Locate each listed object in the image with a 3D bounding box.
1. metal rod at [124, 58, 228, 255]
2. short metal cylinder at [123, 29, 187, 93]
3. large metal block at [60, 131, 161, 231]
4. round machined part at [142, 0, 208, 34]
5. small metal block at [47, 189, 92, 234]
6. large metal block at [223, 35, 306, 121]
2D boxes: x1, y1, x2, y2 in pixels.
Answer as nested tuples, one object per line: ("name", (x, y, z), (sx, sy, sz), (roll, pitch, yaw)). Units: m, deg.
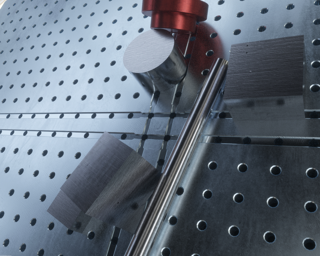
("metal rod", (0.021, 0.042, 0.370), (0.025, 0.025, 0.300), (14, 68, 33))
("short metal cylinder", (-0.007, -0.098, 0.456), (0.080, 0.050, 0.080), (-13, 56, 21))
("large metal block", (-0.052, 0.063, 0.361), (0.050, 0.080, 0.080), (29, 78, 37))
("round machined part", (0.021, -0.167, 0.465), (0.098, 0.099, 0.042), (15, 105, 34))
("small metal block", (-0.111, 0.101, 0.405), (0.050, 0.025, 0.050), (21, 73, 35))
("large metal block", (0.124, -0.055, 0.361), (0.080, 0.050, 0.080), (-1, 61, 28))
